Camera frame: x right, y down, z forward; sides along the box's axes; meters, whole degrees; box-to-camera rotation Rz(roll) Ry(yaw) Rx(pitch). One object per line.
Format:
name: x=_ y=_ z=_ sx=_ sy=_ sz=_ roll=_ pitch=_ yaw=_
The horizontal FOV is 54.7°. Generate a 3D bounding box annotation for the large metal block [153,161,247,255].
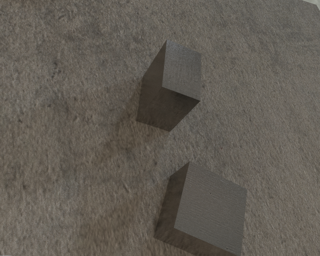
large metal block: x=0.048 y=0.097 z=0.356 sx=0.080 sy=0.050 sz=0.080 roll=27 pitch=52 yaw=-12

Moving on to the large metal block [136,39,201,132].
large metal block: x=0.011 y=-0.054 z=0.409 sx=0.050 sy=0.080 sz=0.080 roll=18 pitch=55 yaw=-18
